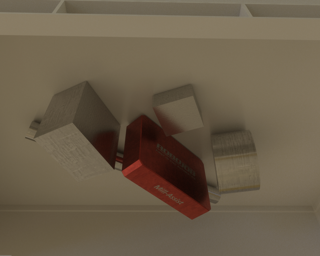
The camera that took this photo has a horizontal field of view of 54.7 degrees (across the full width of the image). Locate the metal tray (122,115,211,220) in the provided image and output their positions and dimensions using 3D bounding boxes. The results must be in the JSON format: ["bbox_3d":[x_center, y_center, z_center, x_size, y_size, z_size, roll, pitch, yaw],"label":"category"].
[{"bbox_3d":[0.011,0.052,0.408,0.030,0.090,0.130,-36,122,26],"label":"metal tray"}]

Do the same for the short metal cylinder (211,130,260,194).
[{"bbox_3d":[0.098,0.045,0.411,0.050,0.080,0.080,-8,130,8],"label":"short metal cylinder"}]

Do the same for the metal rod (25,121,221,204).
[{"bbox_3d":[-0.040,0.056,0.455,0.302,0.025,0.025,22,126,-19],"label":"metal rod"}]

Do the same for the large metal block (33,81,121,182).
[{"bbox_3d":[-0.093,0.004,0.373,0.050,0.080,0.080,-21,127,16],"label":"large metal block"}]

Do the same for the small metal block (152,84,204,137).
[{"bbox_3d":[0.023,-0.021,0.388,0.050,0.025,0.050,-16,129,12],"label":"small metal block"}]
